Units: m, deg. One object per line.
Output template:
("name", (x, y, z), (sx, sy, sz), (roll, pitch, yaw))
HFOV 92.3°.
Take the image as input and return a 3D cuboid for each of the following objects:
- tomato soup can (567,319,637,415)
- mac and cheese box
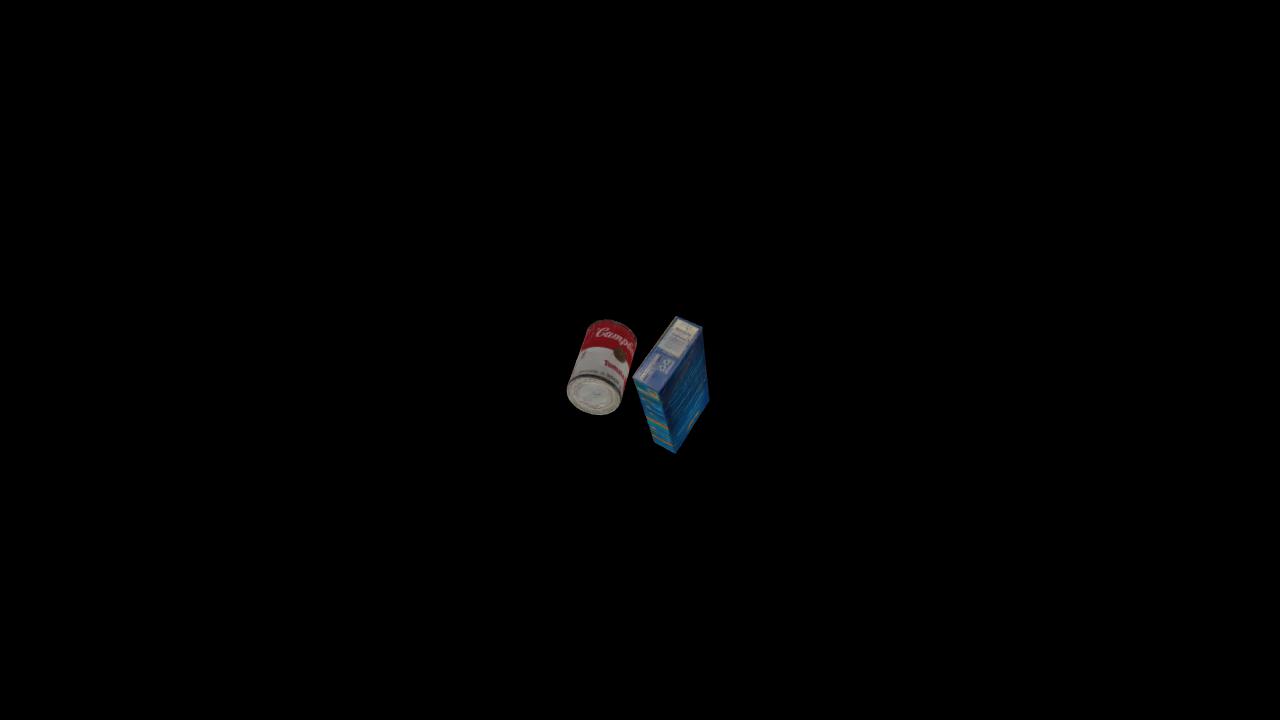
("tomato soup can", (-0.046, 0.008, 0.750), (0.068, 0.068, 0.101), (0, 44, 15))
("mac and cheese box", (0.043, 0.035, 0.734), (0.041, 0.093, 0.184), (26, -23, 21))
